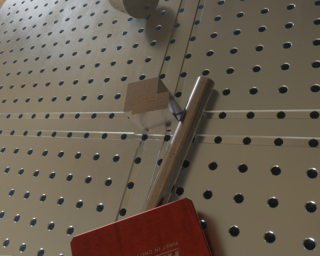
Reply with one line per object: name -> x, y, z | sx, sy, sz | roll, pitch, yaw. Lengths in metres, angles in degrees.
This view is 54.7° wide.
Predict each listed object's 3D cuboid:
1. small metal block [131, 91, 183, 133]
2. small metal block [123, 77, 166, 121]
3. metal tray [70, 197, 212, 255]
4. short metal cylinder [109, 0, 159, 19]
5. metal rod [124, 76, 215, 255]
small metal block -> -0.002, -0.019, 0.405 | 0.050, 0.050, 0.025 | -9, 58, 23
small metal block -> -0.021, -0.042, 0.445 | 0.050, 0.025, 0.050 | -9, 58, 23
metal tray -> -0.015, 0.134, 0.306 | 0.131, 0.030, 0.090 | -20, 63, 2
short metal cylinder -> -0.046, -0.239, 0.544 | 0.080, 0.080, 0.050 | -49, 51, -6
metal rod -> 0.004, 0.068, 0.364 | 0.025, 0.025, 0.300 | 11, 67, 33
